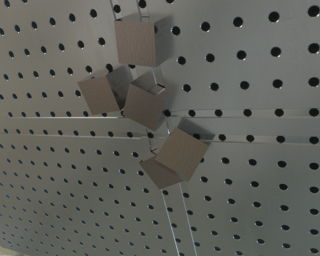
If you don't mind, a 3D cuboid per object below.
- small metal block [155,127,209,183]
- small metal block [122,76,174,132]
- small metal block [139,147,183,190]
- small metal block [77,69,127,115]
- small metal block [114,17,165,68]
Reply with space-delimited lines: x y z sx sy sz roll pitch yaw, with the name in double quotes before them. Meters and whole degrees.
"small metal block" 0.028 0.034 0.399 0.050 0.050 0.025 30 164 9
"small metal block" -0.016 -0.031 0.401 0.050 0.025 0.050 27 128 11
"small metal block" 0.007 0.055 0.442 0.050 0.025 0.050 -28 103 37
"small metal block" -0.077 -0.048 0.423 0.050 0.025 0.050 -7 115 31
"small metal block" -0.023 -0.101 0.361 0.050 0.025 0.050 11 123 22
